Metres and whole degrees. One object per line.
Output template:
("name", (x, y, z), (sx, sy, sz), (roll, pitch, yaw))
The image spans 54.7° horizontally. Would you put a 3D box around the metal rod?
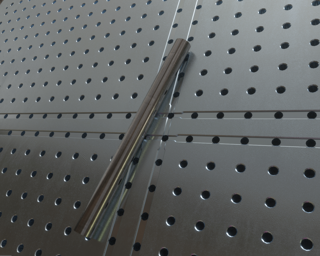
("metal rod", (-0.029, 0.001, 0.421), (0.025, 0.025, 0.300), (15, 69, 33))
